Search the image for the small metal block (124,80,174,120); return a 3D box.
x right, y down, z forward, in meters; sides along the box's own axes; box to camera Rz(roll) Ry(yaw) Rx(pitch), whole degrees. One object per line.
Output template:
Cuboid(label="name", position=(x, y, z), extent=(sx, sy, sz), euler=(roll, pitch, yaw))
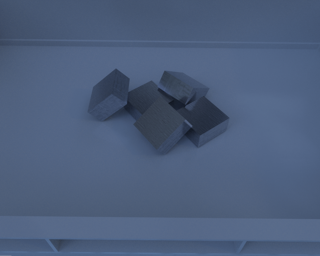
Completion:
Cuboid(label="small metal block", position=(-0.016, -0.034, 0.431), extent=(0.050, 0.025, 0.050), euler=(-31, 57, -24))

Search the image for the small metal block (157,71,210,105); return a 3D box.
Cuboid(label="small metal block", position=(0.034, -0.057, 0.436), extent=(0.050, 0.025, 0.050), euler=(36, 24, 25))

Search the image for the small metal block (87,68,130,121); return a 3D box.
Cuboid(label="small metal block", position=(-0.069, -0.045, 0.422), extent=(0.050, 0.025, 0.050), euler=(-31, 40, 32))

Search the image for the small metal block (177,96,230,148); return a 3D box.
Cuboid(label="small metal block", position=(0.055, -0.009, 0.411), extent=(0.050, 0.025, 0.050), euler=(-29, 56, -23))

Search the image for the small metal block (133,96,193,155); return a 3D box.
Cuboid(label="small metal block", position=(0.003, -0.004, 0.391), extent=(0.050, 0.025, 0.050), euler=(-47, 59, 4))
